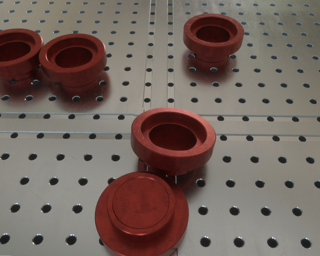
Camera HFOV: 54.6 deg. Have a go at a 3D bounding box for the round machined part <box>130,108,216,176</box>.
[{"bbox_3d":[0.014,0.019,0.370,0.099,0.042,0.098,5,35,-3],"label":"round machined part"}]

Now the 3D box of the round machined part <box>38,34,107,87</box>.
[{"bbox_3d":[-0.132,-0.101,0.481,0.099,0.042,0.098,0,50,0],"label":"round machined part"}]

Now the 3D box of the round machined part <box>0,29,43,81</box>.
[{"bbox_3d":[-0.230,-0.112,0.490,0.099,0.042,0.098,0,50,0],"label":"round machined part"}]

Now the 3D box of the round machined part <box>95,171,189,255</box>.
[{"bbox_3d":[-0.019,0.086,0.324,0.099,0.042,0.098,0,50,0],"label":"round machined part"}]

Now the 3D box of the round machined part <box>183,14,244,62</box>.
[{"bbox_3d":[0.088,-0.148,0.522,0.099,0.042,0.098,0,50,0],"label":"round machined part"}]
